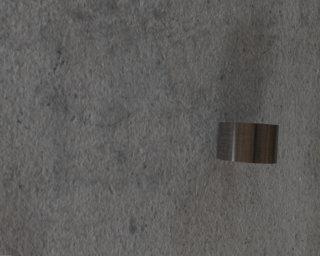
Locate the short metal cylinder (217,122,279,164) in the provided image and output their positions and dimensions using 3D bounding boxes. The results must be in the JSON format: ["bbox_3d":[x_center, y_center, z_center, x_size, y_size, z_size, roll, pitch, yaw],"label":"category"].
[{"bbox_3d":[0.120,0.020,0.426,0.081,0.080,0.050,4,89,-20],"label":"short metal cylinder"}]
